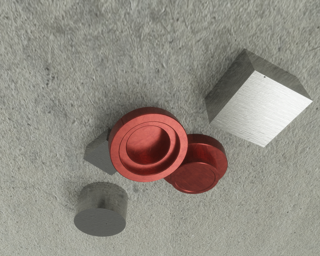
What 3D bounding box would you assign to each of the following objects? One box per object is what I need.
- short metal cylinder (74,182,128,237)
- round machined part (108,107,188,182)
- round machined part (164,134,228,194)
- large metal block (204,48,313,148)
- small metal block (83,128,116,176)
[{"bbox_3d":[-0.094,0.132,0.502,0.081,0.050,0.079,0,130,0],"label":"short metal cylinder"},{"bbox_3d":[-0.017,0.017,0.398,0.099,0.042,0.097,-6,117,-13],"label":"round machined part"},{"bbox_3d":[0.048,0.058,0.447,0.099,0.042,0.097,-1,130,0],"label":"round machined part"},{"bbox_3d":[0.111,-0.033,0.365,0.080,0.050,0.080,22,127,-18],"label":"large metal block"},{"bbox_3d":[-0.070,0.034,0.436,0.050,0.025,0.050,-37,122,27],"label":"small metal block"}]
